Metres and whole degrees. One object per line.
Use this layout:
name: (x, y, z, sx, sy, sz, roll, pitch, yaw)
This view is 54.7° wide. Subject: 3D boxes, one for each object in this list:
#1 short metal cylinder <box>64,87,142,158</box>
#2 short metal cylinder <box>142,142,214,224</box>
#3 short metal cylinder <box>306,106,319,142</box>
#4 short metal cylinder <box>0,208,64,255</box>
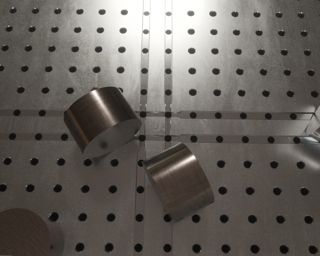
short metal cylinder: (-0.070, -0.006, 0.384, 0.080, 0.080, 0.050, -31, 73, -11)
short metal cylinder: (0.020, 0.063, 0.360, 0.050, 0.080, 0.080, -27, 73, -10)
short metal cylinder: (0.232, -0.012, 0.390, 0.050, 0.080, 0.080, 32, 73, 10)
short metal cylinder: (-0.155, 0.133, 0.348, 0.081, 0.050, 0.080, 0, 70, 0)
